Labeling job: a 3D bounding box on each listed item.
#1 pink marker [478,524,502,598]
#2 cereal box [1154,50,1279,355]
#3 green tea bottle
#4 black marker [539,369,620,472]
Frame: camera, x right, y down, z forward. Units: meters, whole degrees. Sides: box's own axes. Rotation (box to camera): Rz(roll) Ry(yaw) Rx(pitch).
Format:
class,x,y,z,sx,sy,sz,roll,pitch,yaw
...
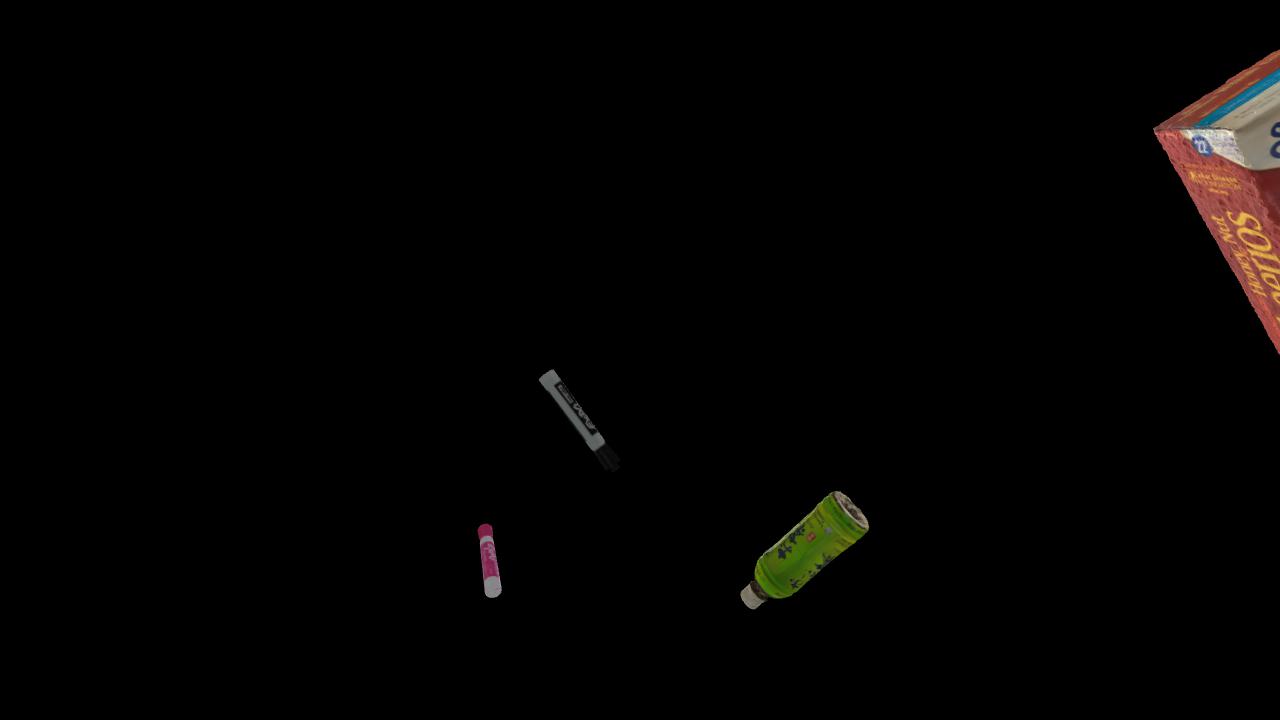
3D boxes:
class,x,y,z,sx,sy,sz,roll,pitch,yaw
pink marker,-0.182,0.237,0.741,0.020,0.020,0.121,0,21,-19
cereal box,0.455,-0.061,0.315,0.203,0.306,0.081,-34,12,20
green tea bottle,0.225,0.278,0.870,0.073,0.212,0.073,34,20,-14
black marker,-0.060,0.063,0.624,0.020,0.121,0.020,-37,-4,-3
